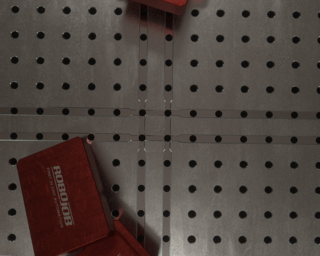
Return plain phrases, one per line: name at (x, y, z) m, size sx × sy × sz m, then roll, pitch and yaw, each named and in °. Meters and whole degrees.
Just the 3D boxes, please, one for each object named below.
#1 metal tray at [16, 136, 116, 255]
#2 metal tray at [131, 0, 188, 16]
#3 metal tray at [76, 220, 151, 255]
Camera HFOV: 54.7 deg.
metal tray at (-0.118, 0.086, 0.386) m, size 0.090 × 0.030 × 0.130 m, roll -22°, pitch 69°, yaw -1°
metal tray at (0.006, -0.217, 0.380) m, size 0.090 × 0.030 × 0.129 m, roll 18°, pitch 90°, yaw -1°
metal tray at (-0.074, 0.191, 0.383) m, size 0.131 × 0.030 × 0.090 m, roll -41°, pitch 85°, yaw -22°
